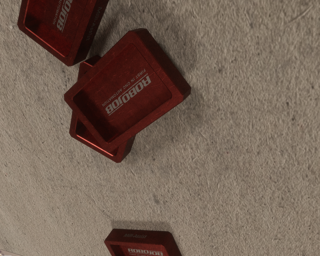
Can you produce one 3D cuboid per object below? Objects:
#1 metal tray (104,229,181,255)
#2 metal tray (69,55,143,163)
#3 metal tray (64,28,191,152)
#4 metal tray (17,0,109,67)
[{"bbox_3d":[-0.027,0.227,0.556,0.130,0.030,0.090,-9,114,31],"label":"metal tray"},{"bbox_3d":[-0.072,-0.022,0.425,0.090,0.030,0.129,29,128,9],"label":"metal tray"},{"bbox_3d":[-0.041,-0.039,0.359,0.130,0.030,0.090,-34,96,31],"label":"metal tray"},{"bbox_3d":[-0.114,-0.150,0.368,0.090,0.030,0.129,38,129,2],"label":"metal tray"}]
